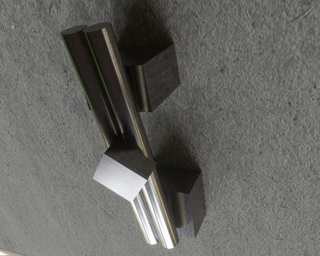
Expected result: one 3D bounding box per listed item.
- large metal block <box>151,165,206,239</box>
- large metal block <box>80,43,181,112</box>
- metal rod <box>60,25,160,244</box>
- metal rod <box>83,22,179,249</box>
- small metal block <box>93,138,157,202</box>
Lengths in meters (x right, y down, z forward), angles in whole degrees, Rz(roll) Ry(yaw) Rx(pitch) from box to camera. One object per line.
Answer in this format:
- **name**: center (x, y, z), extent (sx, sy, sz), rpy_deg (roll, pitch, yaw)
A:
- **large metal block**: center (0.017, 0.103, 0.446), extent (0.080, 0.050, 0.079), rpy_deg (5, 121, 25)
- **large metal block**: center (-0.032, -0.059, 0.353), extent (0.080, 0.080, 0.050), rpy_deg (3, 120, 26)
- **metal rod**: center (-0.043, 0.033, 0.357), extent (0.025, 0.025, 0.298), rpy_deg (3, 127, 27)
- **metal rod**: center (-0.020, 0.034, 0.346), extent (0.025, 0.025, 0.298), rpy_deg (3, 127, 27)
- **small metal block**: center (-0.038, 0.046, 0.331), extent (0.050, 0.025, 0.050), rpy_deg (32, 134, 0)
